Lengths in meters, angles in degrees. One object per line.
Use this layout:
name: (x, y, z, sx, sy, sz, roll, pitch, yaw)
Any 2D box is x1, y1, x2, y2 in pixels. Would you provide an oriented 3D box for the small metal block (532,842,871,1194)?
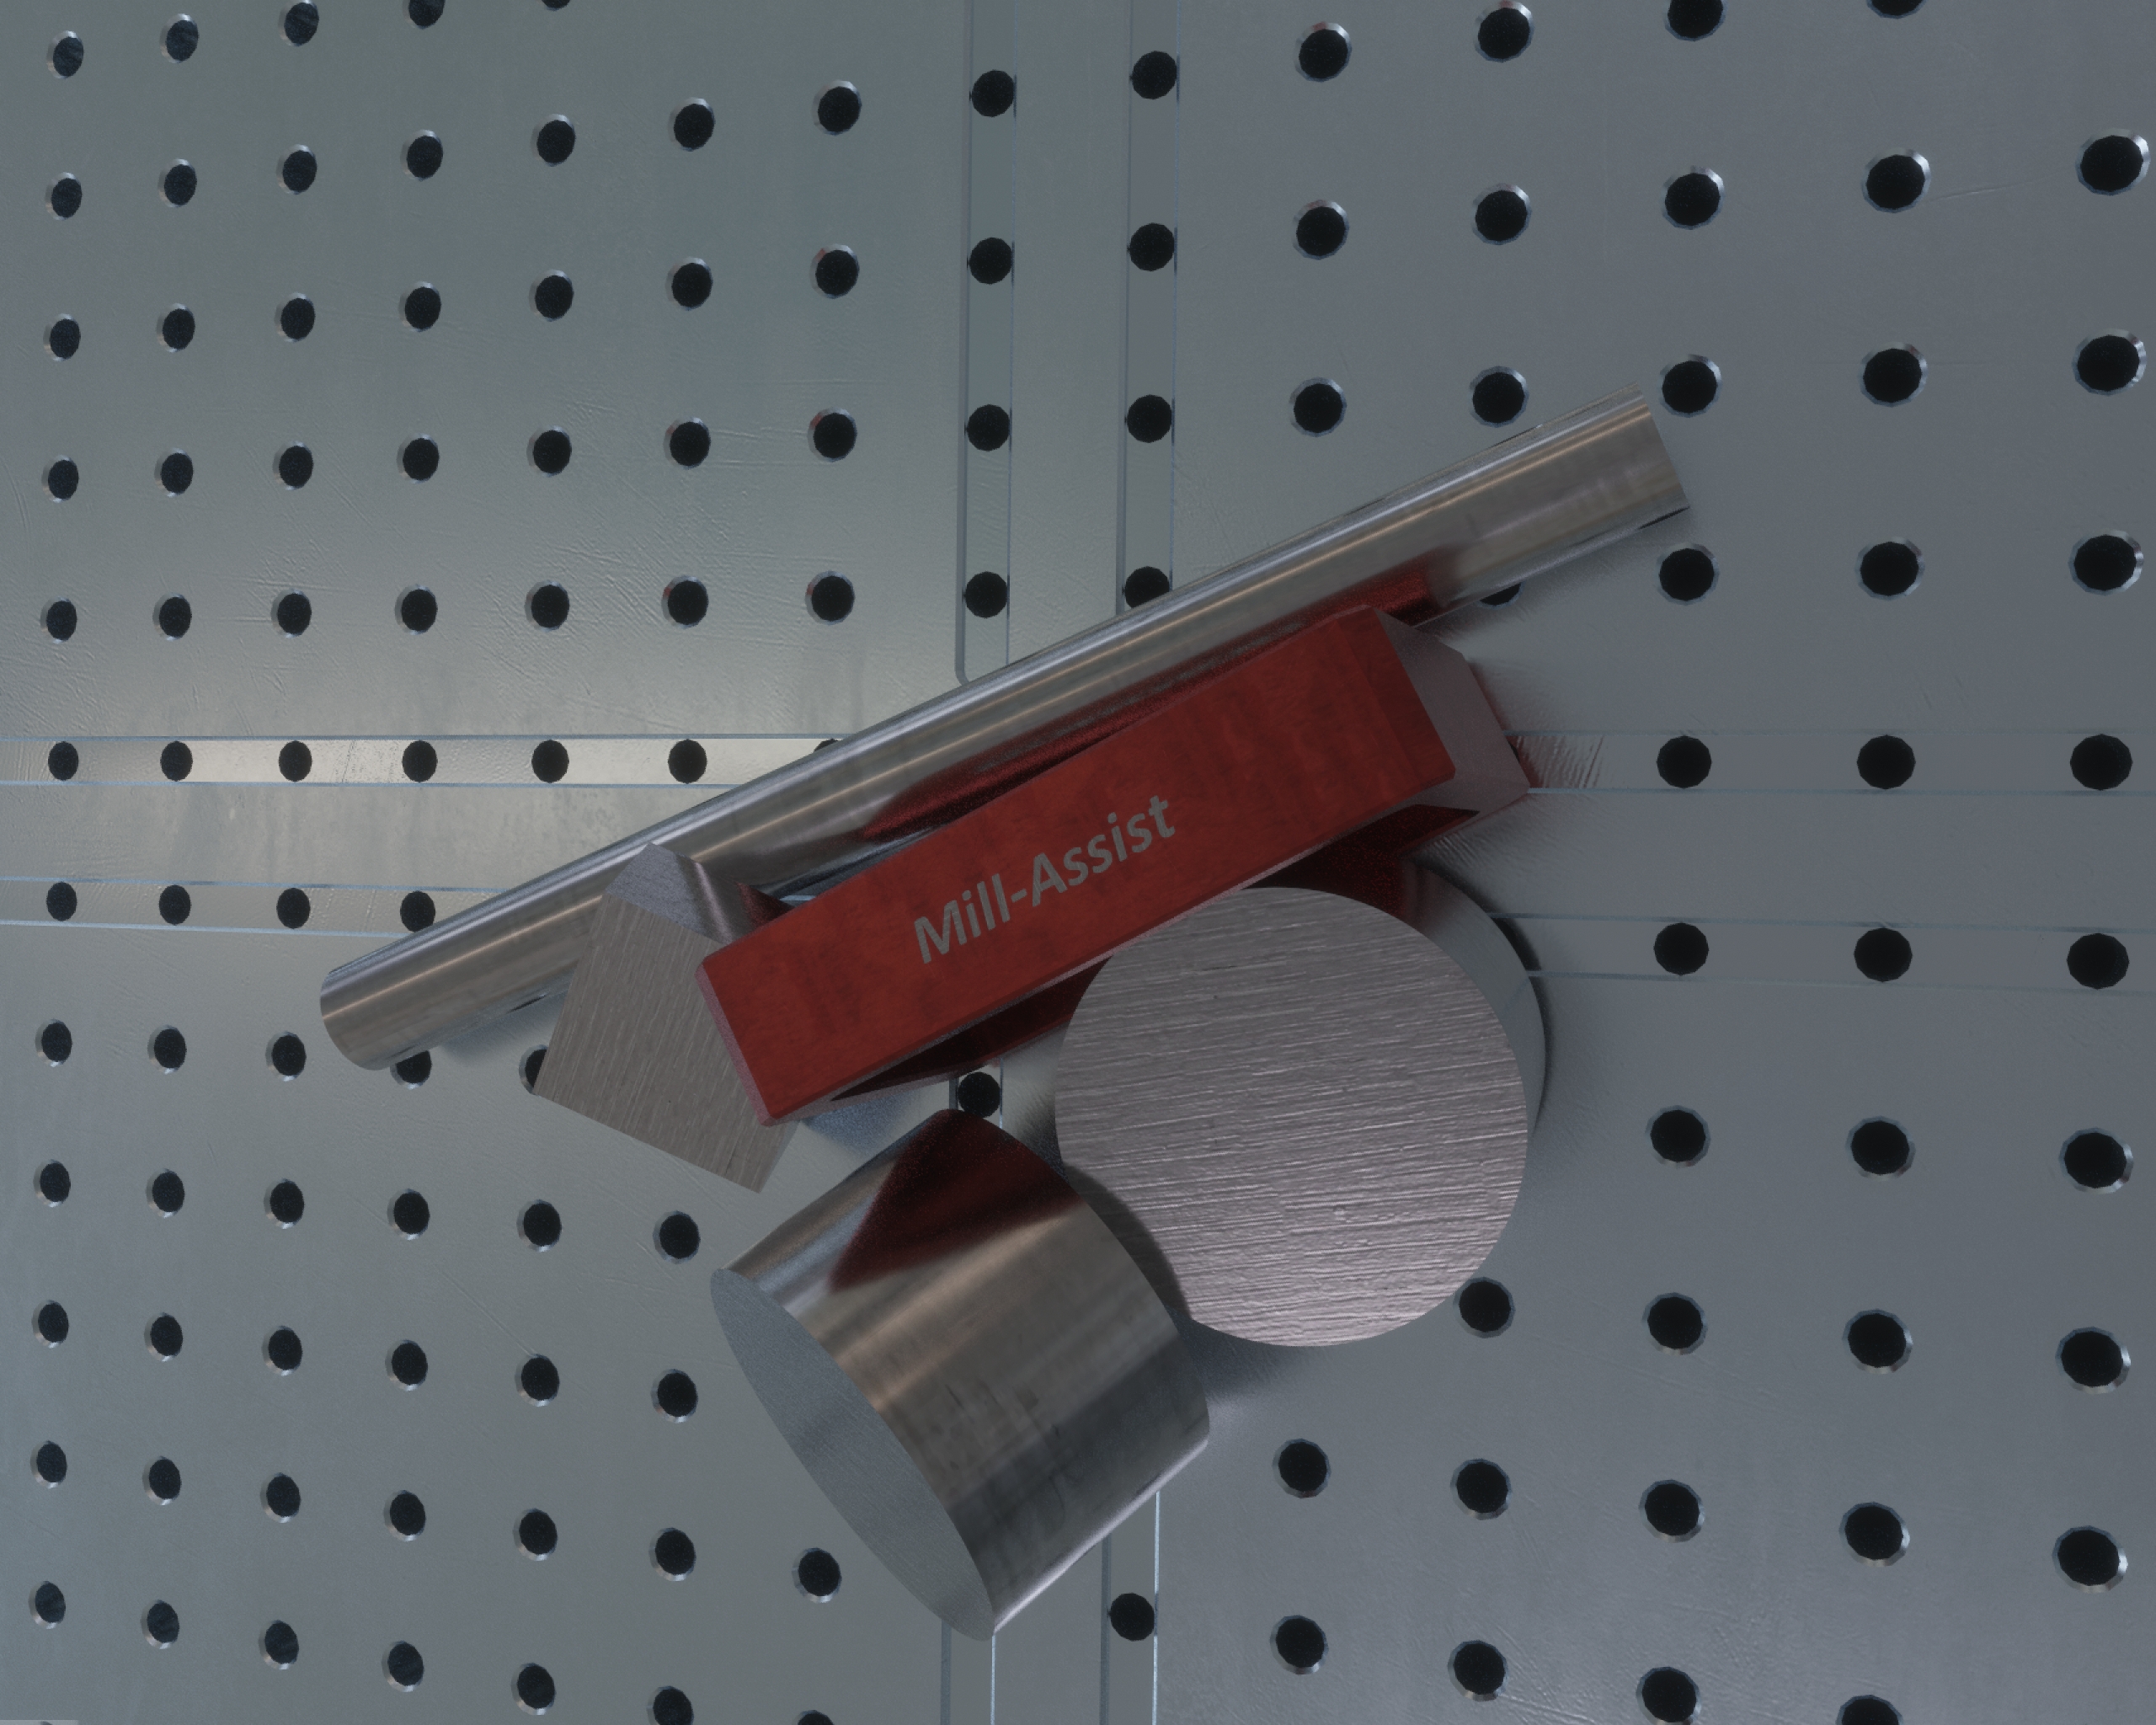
small metal block: (-0.075, 0.031, 0.422, 0.050, 0.025, 0.050, 24, 115, -1)

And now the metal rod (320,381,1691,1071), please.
metal rod: (-0.027, -0.020, 0.418, 0.300, 0.025, 0.025, -22, 83, 18)

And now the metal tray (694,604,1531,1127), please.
metal tray: (0.009, 0.002, 0.371, 0.130, 0.090, 0.030, -28, 81, 18)

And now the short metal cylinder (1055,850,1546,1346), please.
short metal cylinder: (0.042, 0.040, 0.375, 0.080, 0.050, 0.079, 2, 99, 15)

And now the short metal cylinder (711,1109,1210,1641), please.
short metal cylinder: (-0.022, 0.092, 0.380, 0.050, 0.080, 0.080, -35, 75, -26)
